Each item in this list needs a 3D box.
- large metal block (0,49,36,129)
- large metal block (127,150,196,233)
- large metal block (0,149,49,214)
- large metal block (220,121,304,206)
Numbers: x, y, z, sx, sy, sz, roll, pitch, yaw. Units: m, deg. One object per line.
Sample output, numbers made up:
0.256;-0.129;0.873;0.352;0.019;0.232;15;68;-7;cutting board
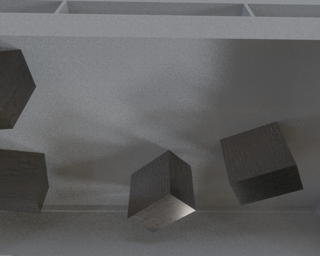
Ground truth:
-0.194;-0.041;0.336;0.080;0.080;0.050;-4;130;3;large metal block
0.001;0.092;0.451;0.080;0.080;0.050;-36;122;26;large metal block
-0.215;0.079;0.458;0.081;0.050;0.079;6;130;-6;large metal block
0.132;0.047;0.414;0.080;0.080;0.050;-20;127;16;large metal block
